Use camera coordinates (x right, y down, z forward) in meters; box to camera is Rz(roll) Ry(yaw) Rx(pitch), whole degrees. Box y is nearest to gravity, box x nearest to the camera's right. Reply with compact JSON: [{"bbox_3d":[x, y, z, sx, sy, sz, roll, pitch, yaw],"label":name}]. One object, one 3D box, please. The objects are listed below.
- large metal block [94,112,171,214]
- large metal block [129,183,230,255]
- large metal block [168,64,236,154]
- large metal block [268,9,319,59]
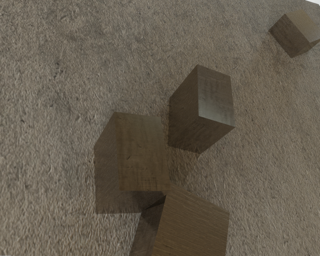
[{"bbox_3d":[-0.034,0.040,0.326,0.050,0.080,0.080,6,59,-25],"label":"large metal block"},{"bbox_3d":[0.022,0.115,0.324,0.080,0.050,0.080,29,52,-17],"label":"large metal block"},{"bbox_3d":[0.052,-0.022,0.410,0.050,0.080,0.080,16,55,-19],"label":"large metal block"},{"bbox_3d":[0.298,-0.206,0.673,0.081,0.050,0.080,-25,76,-37],"label":"large metal block"}]
